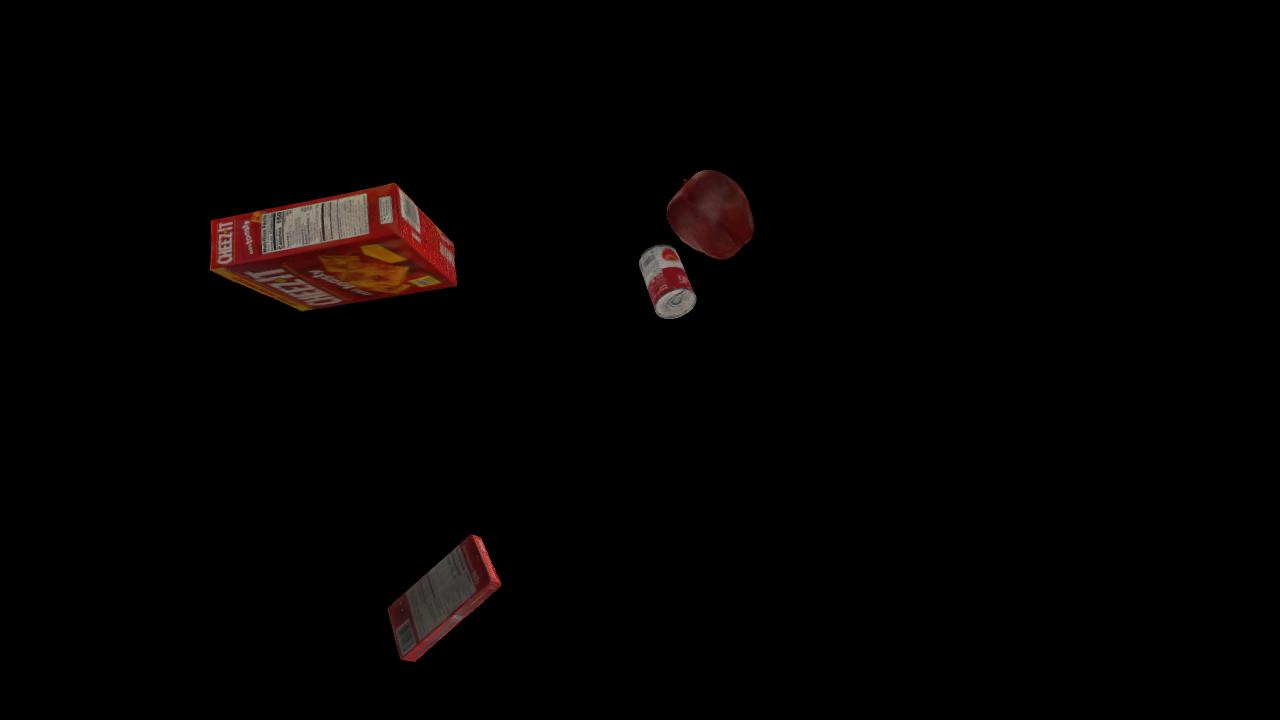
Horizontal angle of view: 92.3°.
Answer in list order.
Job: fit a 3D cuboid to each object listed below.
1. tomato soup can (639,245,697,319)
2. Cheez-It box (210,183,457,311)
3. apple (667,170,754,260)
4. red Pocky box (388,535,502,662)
[{"bbox_3d":[0.042,-0.123,0.966,0.068,0.101,0.068,-12,-35,-9],"label":"tomato soup can"},{"bbox_3d":[-0.360,-0.128,0.747,0.223,0.071,0.166,-9,-14,4],"label":"Cheez-It box"},{"bbox_3d":[0.074,-0.150,0.634,0.079,0.093,0.079,-42,0,0],"label":"apple"},{"bbox_3d":[-0.258,0.312,0.808,0.083,0.155,0.028,50,1,42],"label":"red Pocky box"}]
